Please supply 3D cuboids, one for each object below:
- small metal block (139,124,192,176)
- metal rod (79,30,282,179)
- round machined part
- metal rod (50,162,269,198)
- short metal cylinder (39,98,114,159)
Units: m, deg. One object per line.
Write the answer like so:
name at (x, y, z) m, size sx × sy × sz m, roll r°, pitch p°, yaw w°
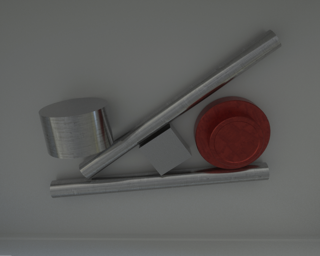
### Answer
small metal block at (0.007, 0.028, 0.419) m, size 0.050 × 0.025 × 0.050 m, roll -34°, pitch 107°, yaw 11°
metal rod at (0.017, -0.024, 0.401) m, size 0.300 × 0.025 × 0.025 m, roll -35°, pitch 107°, yaw 11°
round machined part at (0.096, 0.011, 0.404) m, size 0.099 × 0.042 × 0.097 m, roll 0°, pitch 110°, yaw -1°
metal rod at (-0.001, 0.074, 0.437) m, size 0.302 × 0.025 × 0.025 m, roll -5°, pitch 110°, yaw 1°
short metal cylinder at (-0.101, -0.002, 0.379) m, size 0.081 × 0.080 × 0.050 m, roll -5°, pitch 110°, yaw 1°
